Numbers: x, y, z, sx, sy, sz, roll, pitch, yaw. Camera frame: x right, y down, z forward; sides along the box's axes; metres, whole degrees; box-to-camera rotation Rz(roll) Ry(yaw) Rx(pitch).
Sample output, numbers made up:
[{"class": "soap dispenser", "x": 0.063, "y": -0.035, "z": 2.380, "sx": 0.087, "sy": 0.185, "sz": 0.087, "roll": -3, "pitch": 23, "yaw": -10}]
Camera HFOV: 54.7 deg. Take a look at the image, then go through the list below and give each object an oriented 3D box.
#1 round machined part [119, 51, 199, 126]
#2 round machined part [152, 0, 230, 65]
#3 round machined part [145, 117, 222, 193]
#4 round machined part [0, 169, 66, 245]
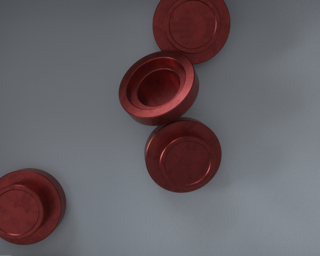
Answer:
[{"class": "round machined part", "x": 0.002, "y": -0.045, "z": 0.388, "sx": 0.098, "sy": 0.042, "sz": 0.098, "roll": -10, "pitch": 59, "yaw": 18}, {"class": "round machined part", "x": 0.040, "y": -0.129, "z": 0.391, "sx": 0.099, "sy": 0.042, "sz": 0.097, "roll": 0, "pitch": 106, "yaw": 1}, {"class": "round machined part", "x": 0.031, "y": 0.038, "z": 0.392, "sx": 0.099, "sy": 0.042, "sz": 0.097, "roll": -2, "pitch": 104, "yaw": -7}, {"class": "round machined part", "x": -0.177, "y": 0.104, "z": 0.401, "sx": 0.099, "sy": 0.042, "sz": 0.097, "roll": 0, "pitch": 90, "yaw": -1}]
